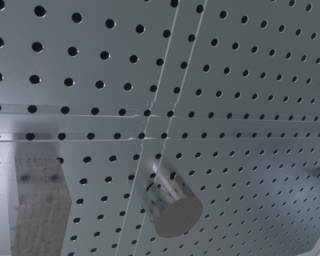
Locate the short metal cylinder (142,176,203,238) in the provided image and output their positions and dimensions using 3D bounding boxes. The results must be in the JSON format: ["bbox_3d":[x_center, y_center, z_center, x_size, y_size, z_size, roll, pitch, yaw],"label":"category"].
[{"bbox_3d":[0.019,0.123,0.481,0.081,0.050,0.079,-14,124,-21],"label":"short metal cylinder"}]

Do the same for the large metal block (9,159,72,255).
[{"bbox_3d":[-0.141,0.091,0.355,0.050,0.080,0.079,3,117,-30],"label":"large metal block"}]
